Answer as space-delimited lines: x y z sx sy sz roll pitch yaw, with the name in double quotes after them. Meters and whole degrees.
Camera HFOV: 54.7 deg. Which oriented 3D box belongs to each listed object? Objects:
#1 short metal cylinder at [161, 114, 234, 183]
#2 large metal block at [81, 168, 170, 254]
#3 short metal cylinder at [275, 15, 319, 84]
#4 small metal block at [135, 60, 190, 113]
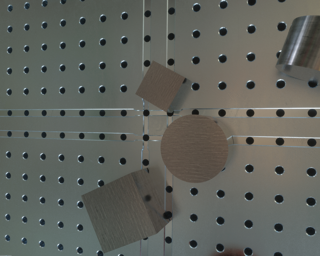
0.047 0.024 0.383 0.080 0.050 0.080 0 91 20 "short metal cylinder"
-0.046 0.109 0.415 0.080 0.050 0.080 -26 81 18 "large metal block"
0.170 -0.077 0.323 0.080 0.080 0.050 21 97 18 "short metal cylinder"
0.004 -0.054 0.411 0.050 0.025 0.050 32 100 17 "small metal block"
